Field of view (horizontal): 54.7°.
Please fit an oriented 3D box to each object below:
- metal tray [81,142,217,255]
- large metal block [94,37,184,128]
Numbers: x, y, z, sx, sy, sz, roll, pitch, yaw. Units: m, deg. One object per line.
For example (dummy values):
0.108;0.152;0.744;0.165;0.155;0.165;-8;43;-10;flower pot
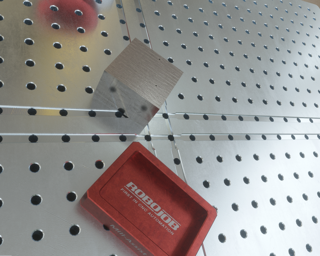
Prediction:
-0.009;0.088;0.345;0.130;0.030;0.090;41;51;0;metal tray
-0.027;-0.061;0.414;0.080;0.050;0.080;35;51;-5;large metal block
